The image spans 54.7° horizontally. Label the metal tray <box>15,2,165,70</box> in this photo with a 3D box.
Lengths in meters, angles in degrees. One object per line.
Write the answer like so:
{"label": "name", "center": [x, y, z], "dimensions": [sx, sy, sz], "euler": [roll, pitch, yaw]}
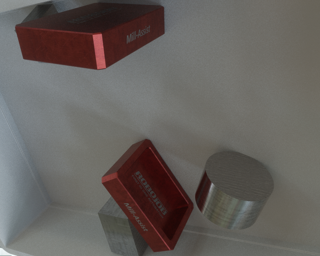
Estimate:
{"label": "metal tray", "center": [-0.061, -0.098, 0.311], "dimensions": [0.090, 0.131, 0.030], "euler": [12, 123, 21]}

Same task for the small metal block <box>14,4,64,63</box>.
{"label": "small metal block", "center": [-0.141, -0.116, 0.382], "dimensions": [0.025, 0.050, 0.050], "euler": [7, 146, 24]}

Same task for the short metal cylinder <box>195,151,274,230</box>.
{"label": "short metal cylinder", "center": [0.087, 0.073, 0.371], "dimensions": [0.080, 0.080, 0.050], "euler": [22, 127, 14]}

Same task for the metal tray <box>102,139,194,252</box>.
{"label": "metal tray", "center": [-0.011, 0.091, 0.427], "dimensions": [0.030, 0.090, 0.130], "euler": [-24, 106, 36]}

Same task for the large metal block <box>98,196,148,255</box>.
{"label": "large metal block", "center": [-0.043, 0.138, 0.479], "dimensions": [0.050, 0.080, 0.079], "euler": [3, 120, 26]}
